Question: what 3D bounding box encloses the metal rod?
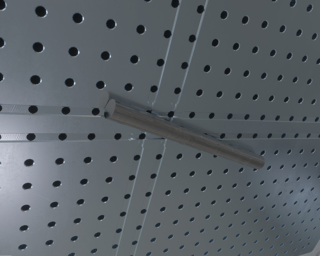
[{"bbox_3d":[0.056,0.019,0.452,0.302,0.025,0.025,20,108,-36],"label":"metal rod"}]
